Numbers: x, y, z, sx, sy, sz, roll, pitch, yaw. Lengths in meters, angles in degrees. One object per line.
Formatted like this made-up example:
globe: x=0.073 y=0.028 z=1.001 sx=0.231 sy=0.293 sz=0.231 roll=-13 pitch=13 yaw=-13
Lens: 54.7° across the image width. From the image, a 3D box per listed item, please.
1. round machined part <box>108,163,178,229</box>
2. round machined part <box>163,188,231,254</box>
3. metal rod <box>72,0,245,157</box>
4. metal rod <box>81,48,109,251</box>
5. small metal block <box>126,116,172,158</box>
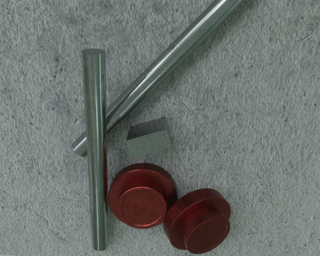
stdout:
round machined part: x=-0.024 y=0.102 z=0.438 sx=0.099 sy=0.042 sz=0.097 roll=0 pitch=110 yaw=0
round machined part: x=0.058 y=0.136 z=0.432 sx=0.099 sy=0.042 sz=0.097 roll=-13 pitch=124 yaw=-20
metal rod: x=-0.003 y=-0.070 z=0.384 sx=0.299 sy=0.025 sz=0.025 roll=-43 pitch=105 yaw=14
metal rod: x=-0.082 y=0.048 z=0.404 sx=0.025 sy=0.025 sz=0.298 roll=3 pitch=118 yaw=-2
small metal block: x=-0.013 y=0.011 z=0.400 sx=0.050 sy=0.050 sz=0.025 roll=-16 pitch=110 yaw=5
